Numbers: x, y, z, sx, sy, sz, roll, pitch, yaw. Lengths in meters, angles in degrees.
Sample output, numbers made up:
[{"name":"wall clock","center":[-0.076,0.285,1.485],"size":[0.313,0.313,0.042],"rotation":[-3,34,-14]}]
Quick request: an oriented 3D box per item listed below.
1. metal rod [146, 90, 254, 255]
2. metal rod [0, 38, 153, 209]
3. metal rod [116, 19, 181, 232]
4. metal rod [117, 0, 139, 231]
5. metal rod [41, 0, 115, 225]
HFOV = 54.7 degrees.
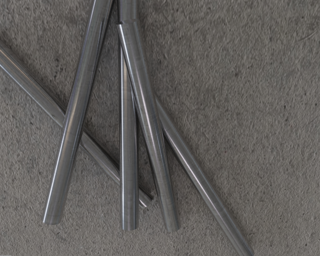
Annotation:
[{"name":"metal rod","center":[0.058,0.076,0.438],"size":[0.025,0.025,0.299],"rotation":[-29,108,10]},{"name":"metal rod","center":[-0.115,-0.001,0.408],"size":[0.025,0.025,0.300],"rotation":[-38,106,13]},{"name":"metal rod","center":[-0.007,0.017,0.394],"size":[0.025,0.025,0.298],"rotation":[-10,118,3]},{"name":"metal rod","center":[-0.039,-0.010,0.389],"size":[0.025,0.025,0.298],"rotation":[1,104,-1]},{"name":"metal rod","center":[-0.101,-0.020,0.378],"size":[0.025,0.025,0.298],"rotation":[15,101,-6]}]
